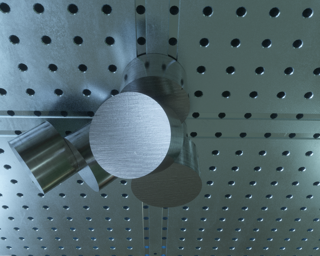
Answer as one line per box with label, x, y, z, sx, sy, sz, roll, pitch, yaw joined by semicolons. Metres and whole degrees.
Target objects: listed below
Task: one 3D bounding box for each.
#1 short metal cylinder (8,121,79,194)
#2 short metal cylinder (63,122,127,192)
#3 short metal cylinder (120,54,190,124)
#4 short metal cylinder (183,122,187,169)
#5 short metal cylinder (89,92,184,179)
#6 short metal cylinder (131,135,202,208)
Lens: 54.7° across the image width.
short metal cylinder;-0.149;0.037;0.397;0.050;0.080;0.080;-35;136;-27
short metal cylinder;-0.080;0.033;0.394;0.050;0.080;0.080;-34;136;-27
short metal cylinder;-0.007;-0.039;0.361;0.081;0.050;0.079;0;130;0
short metal cylinder;-0.002;0.022;0.413;0.081;0.050;0.079;0;130;0
short metal cylinder;-0.022;0.008;0.307;0.080;0.080;0.050;-19;171;15
short metal cylinder;0.007;0.051;0.370;0.081;0.050;0.079;0;130;0
